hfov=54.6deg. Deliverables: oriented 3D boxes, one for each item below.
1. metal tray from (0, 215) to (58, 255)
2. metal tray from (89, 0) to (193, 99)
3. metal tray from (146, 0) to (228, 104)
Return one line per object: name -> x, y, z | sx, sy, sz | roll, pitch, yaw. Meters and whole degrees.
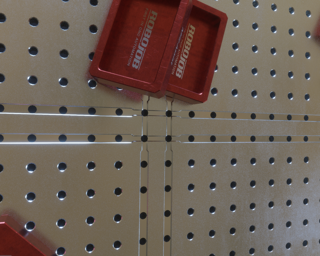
metal tray -> -0.189, 0.175, 0.341 | 0.130, 0.030, 0.090 | -46, 104, -14
metal tray -> -0.022, -0.110, 0.378 | 0.090, 0.030, 0.130 | 17, 85, 11
metal tray -> 0.033, -0.106, 0.421 | 0.091, 0.030, 0.129 | 17, 84, -19
